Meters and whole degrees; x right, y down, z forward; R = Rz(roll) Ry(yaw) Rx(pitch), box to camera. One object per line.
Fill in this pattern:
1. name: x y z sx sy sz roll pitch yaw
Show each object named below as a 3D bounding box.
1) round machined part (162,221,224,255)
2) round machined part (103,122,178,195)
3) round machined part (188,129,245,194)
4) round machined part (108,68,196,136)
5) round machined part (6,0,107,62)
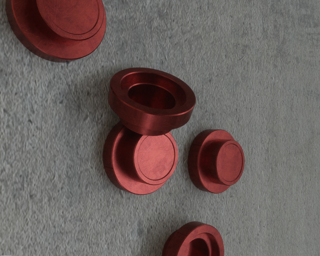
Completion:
1. round machined part: 0.041 0.178 0.428 0.099 0.042 0.097 0 90 -40
2. round machined part: -0.016 0.033 0.380 0.099 0.042 0.097 0 90 -40
3. round machined part: 0.091 0.051 0.470 0.099 0.042 0.097 0 90 -40
4. round machined part: -0.012 -0.028 0.360 0.099 0.098 0.042 -19 139 -38
5. round machined part: -0.097 -0.118 0.312 0.099 0.042 0.097 0 90 -40
